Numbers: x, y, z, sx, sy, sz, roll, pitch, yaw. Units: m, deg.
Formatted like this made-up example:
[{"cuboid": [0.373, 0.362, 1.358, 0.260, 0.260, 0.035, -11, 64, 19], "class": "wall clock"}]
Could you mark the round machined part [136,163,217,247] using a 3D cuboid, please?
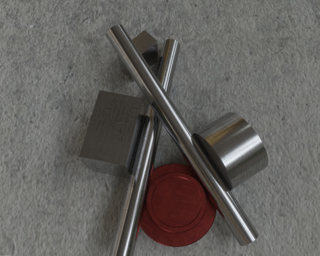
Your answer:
[{"cuboid": [0.019, 0.090, 0.368, 0.099, 0.042, 0.098, 0, 70, -1], "class": "round machined part"}]

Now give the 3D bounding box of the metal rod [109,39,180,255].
[{"cuboid": [-0.012, 0.009, 0.390, 0.025, 0.025, 0.300, 11, 64, 4], "class": "metal rod"}]

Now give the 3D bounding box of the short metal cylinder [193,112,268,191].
[{"cuboid": [0.082, 0.028, 0.371, 0.050, 0.080, 0.080, -31, 73, -11], "class": "short metal cylinder"}]

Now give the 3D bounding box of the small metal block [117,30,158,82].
[{"cuboid": [-0.030, -0.099, 0.432, 0.050, 0.050, 0.025, -43, 76, -14], "class": "small metal block"}]

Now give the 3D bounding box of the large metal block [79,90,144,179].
[{"cuboid": [-0.053, 0.011, 0.375, 0.050, 0.080, 0.080, 11, 70, 4], "class": "large metal block"}]

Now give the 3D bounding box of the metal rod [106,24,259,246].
[{"cuboid": [0.022, 0.002, 0.372, 0.025, 0.025, 0.299, -31, 82, -11], "class": "metal rod"}]
